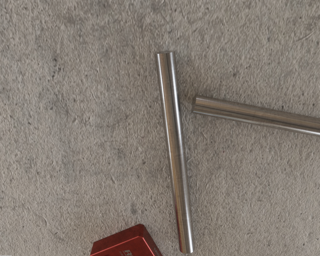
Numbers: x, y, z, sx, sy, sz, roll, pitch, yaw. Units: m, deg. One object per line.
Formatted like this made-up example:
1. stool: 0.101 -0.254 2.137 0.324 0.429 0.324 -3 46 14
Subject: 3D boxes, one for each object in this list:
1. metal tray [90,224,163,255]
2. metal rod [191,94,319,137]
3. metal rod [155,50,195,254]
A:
1. metal tray: -0.039 0.223 0.488 0.090 0.030 0.129 -25 109 8
2. metal rod: 0.192 -0.004 0.410 0.302 0.025 0.025 10 110 -5
3. metal rod: 0.024 0.047 0.427 0.025 0.025 0.298 -7 110 2
